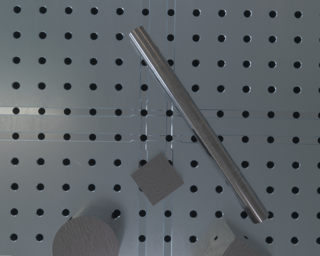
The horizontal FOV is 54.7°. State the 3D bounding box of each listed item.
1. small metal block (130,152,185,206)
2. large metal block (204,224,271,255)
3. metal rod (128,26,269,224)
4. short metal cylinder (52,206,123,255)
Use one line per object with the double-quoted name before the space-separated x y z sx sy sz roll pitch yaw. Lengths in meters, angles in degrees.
"small metal block" -0.003 0.066 0.413 0.050 0.025 0.050 -36 90 0
"large metal block" 0.101 0.188 0.402 0.080 0.050 0.080 36 90 0
"metal rod" 0.051 -0.004 0.413 0.025 0.025 0.299 -34 90 0
"short metal cylinder" -0.090 0.147 0.400 0.081 0.050 0.079 0 90 0
